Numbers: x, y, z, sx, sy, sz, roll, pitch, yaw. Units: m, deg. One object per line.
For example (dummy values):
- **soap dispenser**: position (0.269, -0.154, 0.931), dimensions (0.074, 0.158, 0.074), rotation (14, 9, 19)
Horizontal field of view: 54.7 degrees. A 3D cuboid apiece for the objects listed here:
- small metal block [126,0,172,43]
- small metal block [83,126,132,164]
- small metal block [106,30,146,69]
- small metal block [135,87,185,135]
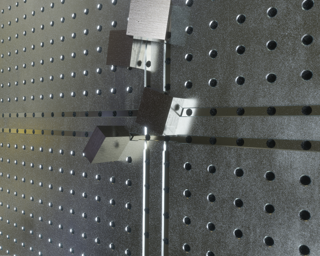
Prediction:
- **small metal block**: position (-0.013, -0.141, 0.403), dimensions (0.050, 0.025, 0.050), rotation (9, 97, 6)
- **small metal block**: position (-0.077, 0.024, 0.454), dimensions (0.025, 0.050, 0.050), rotation (47, 118, 29)
- **small metal block**: position (-0.049, -0.113, 0.448), dimensions (0.050, 0.025, 0.050), rotation (13, 98, 39)
- **small metal block**: position (0.000, -0.023, 0.408), dimensions (0.050, 0.025, 0.050), rotation (25, 106, 37)
